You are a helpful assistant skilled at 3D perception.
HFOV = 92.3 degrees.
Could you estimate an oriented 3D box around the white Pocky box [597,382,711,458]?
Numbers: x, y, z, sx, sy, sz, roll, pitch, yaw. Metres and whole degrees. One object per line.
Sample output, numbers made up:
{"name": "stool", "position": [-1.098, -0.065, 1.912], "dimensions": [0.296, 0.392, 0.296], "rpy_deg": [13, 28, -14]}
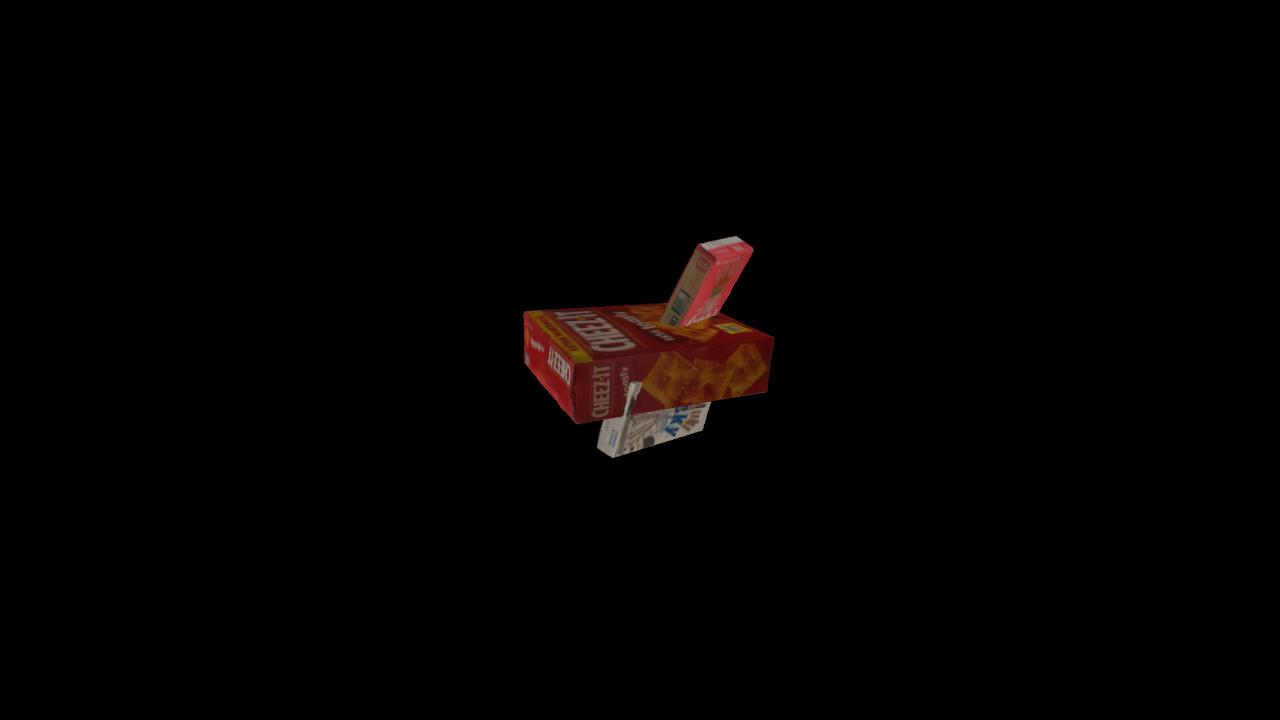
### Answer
{"name": "white Pocky box", "position": [0.023, 0.047, 0.639], "dimensions": [0.028, 0.084, 0.154], "rpy_deg": [28, 22, 34]}

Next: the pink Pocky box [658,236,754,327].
{"name": "pink Pocky box", "position": [0.059, -0.058, 0.662], "dimensions": [0.029, 0.155, 0.084], "rpy_deg": [41, 35, 20]}

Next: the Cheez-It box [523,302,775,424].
{"name": "Cheez-It box", "position": [0.004, -0.009, 0.658], "dimensions": [0.223, 0.071, 0.166], "rpy_deg": [-7, 22, -25]}
